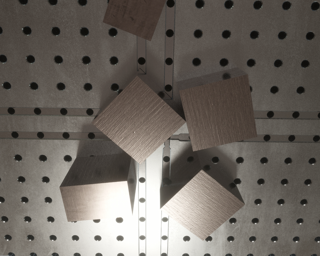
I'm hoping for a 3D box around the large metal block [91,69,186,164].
[{"bbox_3d":[-0.025,-0.015,0.394,0.080,0.050,0.080,43,104,-14],"label":"large metal block"}]

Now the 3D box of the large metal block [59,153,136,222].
[{"bbox_3d":[-0.077,0.075,0.411,0.080,0.080,0.050,-5,110,1],"label":"large metal block"}]

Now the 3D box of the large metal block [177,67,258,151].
[{"bbox_3d":[0.071,-0.025,0.392,0.080,0.050,0.080,-13,110,4],"label":"large metal block"}]

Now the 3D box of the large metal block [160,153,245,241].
[{"bbox_3d":[0.057,0.097,0.437,0.080,0.050,0.080,40,105,-14],"label":"large metal block"}]

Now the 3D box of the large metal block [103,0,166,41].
[{"bbox_3d":[-0.018,-0.144,0.331,0.050,0.080,0.079,20,109,-8],"label":"large metal block"}]
